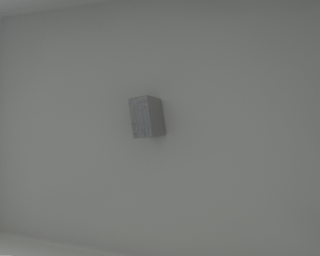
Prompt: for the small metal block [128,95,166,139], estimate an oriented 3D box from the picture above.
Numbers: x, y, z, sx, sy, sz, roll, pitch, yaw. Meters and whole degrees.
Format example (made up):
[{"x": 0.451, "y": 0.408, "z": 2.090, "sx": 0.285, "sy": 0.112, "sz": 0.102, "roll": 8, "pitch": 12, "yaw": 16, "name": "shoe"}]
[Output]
[{"x": -0.016, "y": -0.013, "z": 0.399, "sx": 0.025, "sy": 0.050, "sz": 0.050, "roll": -9, "pitch": 86, "yaw": 20, "name": "small metal block"}]
